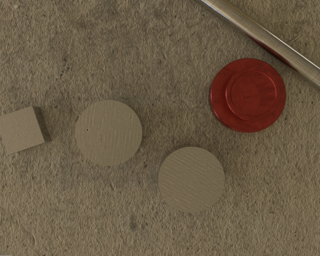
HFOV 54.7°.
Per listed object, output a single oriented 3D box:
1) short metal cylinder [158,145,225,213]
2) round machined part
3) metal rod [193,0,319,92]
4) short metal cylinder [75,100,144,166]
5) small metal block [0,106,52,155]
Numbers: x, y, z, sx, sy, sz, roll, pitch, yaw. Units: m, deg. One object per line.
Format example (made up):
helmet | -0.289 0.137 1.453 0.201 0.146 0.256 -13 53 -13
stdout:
short metal cylinder | 0.038 0.062 0.398 0.081 0.050 0.079 0 90 0
round machined part | 0.115 -0.042 0.402 0.099 0.042 0.097 0 90 0
metal rod | 0.106 -0.141 0.410 0.301 0.025 0.025 36 90 0
short metal cylinder | -0.062 0.006 0.397 0.081 0.050 0.079 0 90 0
small metal block | -0.179 0.003 0.408 0.050 0.025 0.050 -19 90 0
